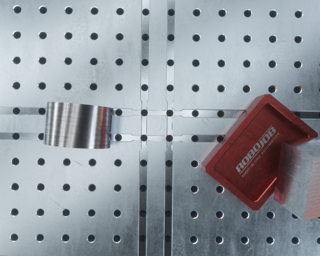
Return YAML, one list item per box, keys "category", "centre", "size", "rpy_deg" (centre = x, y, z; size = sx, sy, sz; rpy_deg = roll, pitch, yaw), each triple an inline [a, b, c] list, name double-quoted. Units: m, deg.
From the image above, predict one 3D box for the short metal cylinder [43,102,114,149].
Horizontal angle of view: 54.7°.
- category: "short metal cylinder"
  centre: [-0.100, -0.003, 0.385]
  size: [0.080, 0.080, 0.050]
  rpy_deg: [5, 90, 0]

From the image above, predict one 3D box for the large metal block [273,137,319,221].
- category: "large metal block"
  centre: [0.193, 0.058, 0.379]
  size: [0.081, 0.050, 0.079]
  rpy_deg: [-6, 109, -21]

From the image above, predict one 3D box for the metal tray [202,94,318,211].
- category: "metal tray"
  centre: [0.130, 0.031, 0.411]
  size: [0.090, 0.030, 0.130]
  rpy_deg: [40, 90, 0]
